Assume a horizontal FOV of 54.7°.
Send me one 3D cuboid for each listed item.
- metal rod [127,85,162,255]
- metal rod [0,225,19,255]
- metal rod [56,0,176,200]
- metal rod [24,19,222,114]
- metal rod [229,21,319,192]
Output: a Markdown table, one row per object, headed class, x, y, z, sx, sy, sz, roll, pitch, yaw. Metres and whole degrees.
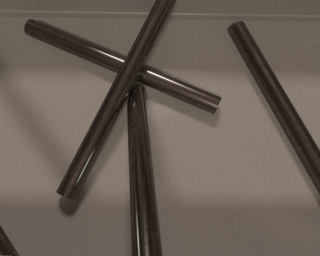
| class | x | y | z | sx | sy | sz | roll | pitch | yaw |
| --- | --- | --- | --- | --- | --- | --- | --- | --- | --- |
| metal rod | -0.019 | 0.050 | 0.318 | 0.025 | 0.025 | 0.300 | -6 | 42 | -2 |
| metal rod | -0.200 | 0.019 | 0.275 | 0.025 | 0.025 | 0.300 | -37 | 75 | -13 |
| metal rod | -0.052 | -0.050 | 0.405 | 0.025 | 0.025 | 0.299 | 24 | 80 | 8 |
| metal rod | -0.057 | -0.090 | 0.441 | 0.301 | 0.025 | 0.025 | 24 | 72 | 8 |
| metal rod | 0.170 | -0.021 | 0.419 | 0.025 | 0.025 | 0.299 | -20 | 71 | -8 |
